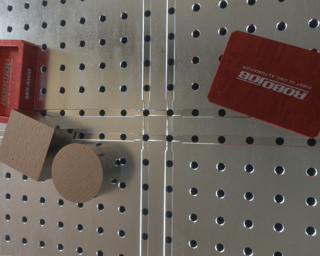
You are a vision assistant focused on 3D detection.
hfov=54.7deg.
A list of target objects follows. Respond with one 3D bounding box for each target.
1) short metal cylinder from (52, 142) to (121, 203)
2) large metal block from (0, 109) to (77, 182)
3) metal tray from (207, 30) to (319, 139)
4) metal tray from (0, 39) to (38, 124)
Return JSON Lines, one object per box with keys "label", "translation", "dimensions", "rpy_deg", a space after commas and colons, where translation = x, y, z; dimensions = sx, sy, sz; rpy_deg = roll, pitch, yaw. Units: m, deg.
{"label": "short metal cylinder", "translation": [-0.103, 0.060, 0.435], "dimensions": [0.080, 0.050, 0.079], "rpy_deg": [0, 90, 20]}
{"label": "large metal block", "translation": [-0.185, 0.024, 0.464], "dimensions": [0.080, 0.050, 0.080], "rpy_deg": [23, 98, 18]}
{"label": "metal tray", "translation": [0.132, -0.052, 0.363], "dimensions": [0.130, 0.030, 0.089], "rpy_deg": [22, 97, 18]}
{"label": "metal tray", "translation": [-0.248, -0.074, 0.497], "dimensions": [0.090, 0.030, 0.129], "rpy_deg": [6, 92, 19]}
